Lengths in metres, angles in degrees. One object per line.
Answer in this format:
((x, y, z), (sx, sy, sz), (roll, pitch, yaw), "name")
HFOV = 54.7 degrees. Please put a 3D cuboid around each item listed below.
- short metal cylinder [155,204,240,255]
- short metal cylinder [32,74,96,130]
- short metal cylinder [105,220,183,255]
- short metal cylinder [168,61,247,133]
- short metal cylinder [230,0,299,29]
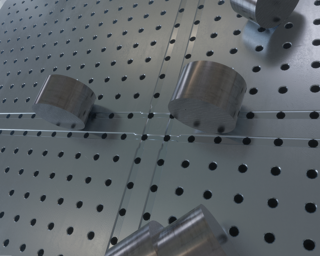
((0.039, 0.117, 0.281), (0.050, 0.080, 0.080), (-35, 51, 5), "short metal cylinder")
((-0.145, -0.038, 0.472), (0.080, 0.080, 0.050), (2, 63, 29), "short metal cylinder")
((-0.008, 0.137, 0.293), (0.050, 0.080, 0.080), (-35, 51, 5), "short metal cylinder")
((0.056, -0.034, 0.365), (0.080, 0.080, 0.050), (8, 66, 32), "short metal cylinder")
((0.141, -0.180, 0.410), (0.080, 0.080, 0.050), (-40, 51, 1), "short metal cylinder")
